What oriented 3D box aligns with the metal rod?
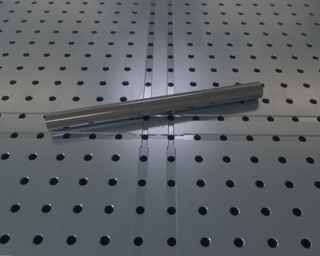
[{"bbox_3d":[-0.002,-0.032,0.434,0.302,0.025,0.025,-9,51,-8],"label":"metal rod"}]
